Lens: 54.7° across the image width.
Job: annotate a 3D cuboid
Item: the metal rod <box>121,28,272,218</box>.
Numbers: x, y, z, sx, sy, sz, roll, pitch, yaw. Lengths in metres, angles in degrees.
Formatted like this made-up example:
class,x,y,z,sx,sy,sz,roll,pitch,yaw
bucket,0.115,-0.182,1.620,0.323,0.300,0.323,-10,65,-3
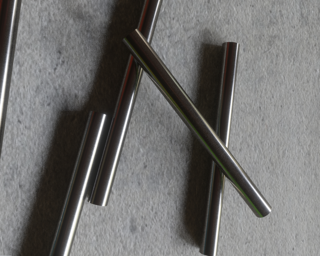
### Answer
class,x,y,z,sx,sy,sz,roll,pitch,yaw
metal rod,0.055,0.003,0.402,0.025,0.025,0.300,-42,104,-15

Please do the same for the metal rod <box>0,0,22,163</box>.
class,x,y,z,sx,sy,sz,roll,pitch,yaw
metal rod,-0.183,-0.017,0.341,0.025,0.025,0.298,7,88,-20

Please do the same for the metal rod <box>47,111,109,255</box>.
class,x,y,z,sx,sy,sz,roll,pitch,yaw
metal rod,-0.113,0.126,0.367,0.025,0.025,0.299,17,84,-20

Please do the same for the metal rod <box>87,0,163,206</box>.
class,x,y,z,sx,sy,sz,roll,pitch,yaw
metal rod,-0.040,-0.051,0.395,0.025,0.025,0.299,17,84,-20

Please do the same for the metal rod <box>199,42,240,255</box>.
class,x,y,z,sx,sy,sz,roll,pitch,yaw
metal rod,0.085,0.027,0.441,0.025,0.025,0.298,8,87,-20
